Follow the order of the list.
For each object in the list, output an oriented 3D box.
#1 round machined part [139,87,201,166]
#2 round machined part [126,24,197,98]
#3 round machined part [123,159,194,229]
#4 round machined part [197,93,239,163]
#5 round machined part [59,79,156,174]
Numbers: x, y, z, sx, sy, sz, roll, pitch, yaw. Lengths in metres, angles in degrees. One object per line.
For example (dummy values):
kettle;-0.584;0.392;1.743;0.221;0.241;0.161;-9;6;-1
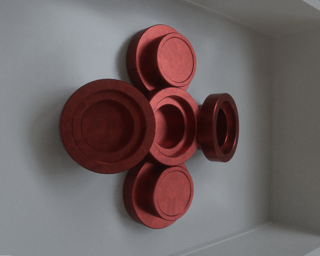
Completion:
round machined part;0.005;-0.002;0.396;0.099;0.042;0.097;0;90;-40
round machined part;0.009;-0.085;0.400;0.099;0.042;0.097;0;90;-40
round machined part;0.005;0.080;0.398;0.099;0.042;0.097;0;90;-40
round machined part;0.077;0.000;0.447;0.099;0.042;0.097;-1;91;-56
round machined part;-0.058;-0.002;0.334;0.099;0.042;0.097;0;90;-23
